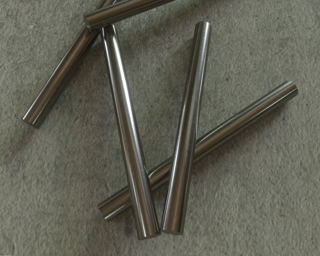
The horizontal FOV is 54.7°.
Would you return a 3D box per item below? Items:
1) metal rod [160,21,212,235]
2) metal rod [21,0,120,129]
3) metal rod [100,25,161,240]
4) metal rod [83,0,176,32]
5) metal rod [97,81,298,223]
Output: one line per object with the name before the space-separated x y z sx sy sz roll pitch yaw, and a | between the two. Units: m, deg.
metal rod | 0.039 -0.020 0.396 0.025 0.025 0.300 10 63 3
metal rod | -0.108 -0.133 0.455 0.025 0.025 0.300 24 71 8
metal rod | -0.044 -0.014 0.395 0.025 0.025 0.299 -12 64 -5
metal rod | 0.029 -0.211 0.472 0.302 0.025 0.025 -26 72 -15
metal rod | 0.057 0.024 0.400 0.301 0.025 0.025 -32 74 -12
